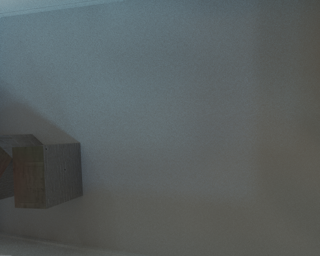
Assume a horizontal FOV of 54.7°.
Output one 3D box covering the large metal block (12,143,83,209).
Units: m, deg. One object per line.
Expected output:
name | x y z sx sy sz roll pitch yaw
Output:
large metal block | -0.155 0.063 0.436 0.050 0.080 0.080 -4 89 20

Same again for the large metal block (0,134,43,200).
large metal block | -0.222 0.057 0.460 0.050 0.080 0.080 38 102 16
